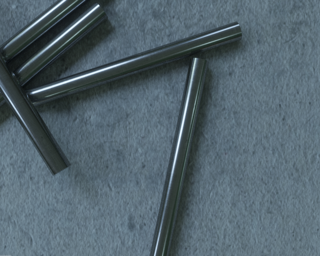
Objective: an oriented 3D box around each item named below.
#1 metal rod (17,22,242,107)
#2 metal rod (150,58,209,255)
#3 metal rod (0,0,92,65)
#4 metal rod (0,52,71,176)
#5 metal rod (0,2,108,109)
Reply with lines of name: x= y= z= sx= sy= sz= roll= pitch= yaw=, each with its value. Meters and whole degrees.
metal rod: x=-0.040 y=-0.082 z=0.409 sx=0.302 sy=0.025 sz=0.025 roll=-18 pitch=90 yaw=-1
metal rod: x=0.022 y=0.057 z=0.410 sx=0.025 sy=0.025 sz=0.298 roll=12 pitch=90 yaw=-1
metal rod: x=-0.188 y=-0.108 z=0.407 sx=0.300 sy=0.025 sz=0.025 roll=-39 pitch=91 yaw=-1
metal rod: x=-0.200 y=-0.075 z=0.381 sx=0.025 sy=0.025 sz=0.299 roll=-32 pitch=90 yaw=0
metal rod: x=-0.191 y=-0.059 z=0.407 sx=0.300 sy=0.025 sz=0.025 roll=-40 pitch=91 yaw=-1
